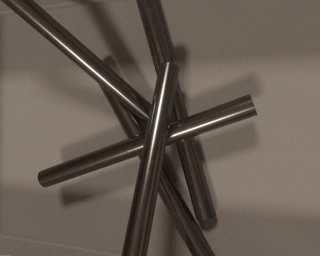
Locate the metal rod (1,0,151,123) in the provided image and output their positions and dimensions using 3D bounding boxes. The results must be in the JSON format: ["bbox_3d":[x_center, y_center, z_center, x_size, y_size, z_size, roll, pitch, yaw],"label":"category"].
[{"bbox_3d":[-0.123,-0.112,0.380,0.300,0.025,0.025,41,105,-14],"label":"metal rod"}]

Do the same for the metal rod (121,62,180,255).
[{"bbox_3d":[-0.014,0.065,0.334,0.025,0.025,0.299,4,70,19],"label":"metal rod"}]

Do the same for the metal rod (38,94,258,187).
[{"bbox_3d":[-0.030,0.023,0.392,0.300,0.025,0.025,-20,84,18],"label":"metal rod"}]

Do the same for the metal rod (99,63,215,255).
[{"bbox_3d":[-0.012,0.043,0.413,0.025,0.025,0.299,-33,80,17],"label":"metal rod"}]

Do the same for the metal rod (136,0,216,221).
[{"bbox_3d":[0.019,-0.031,0.402,0.025,0.025,0.298,-17,84,19],"label":"metal rod"}]
